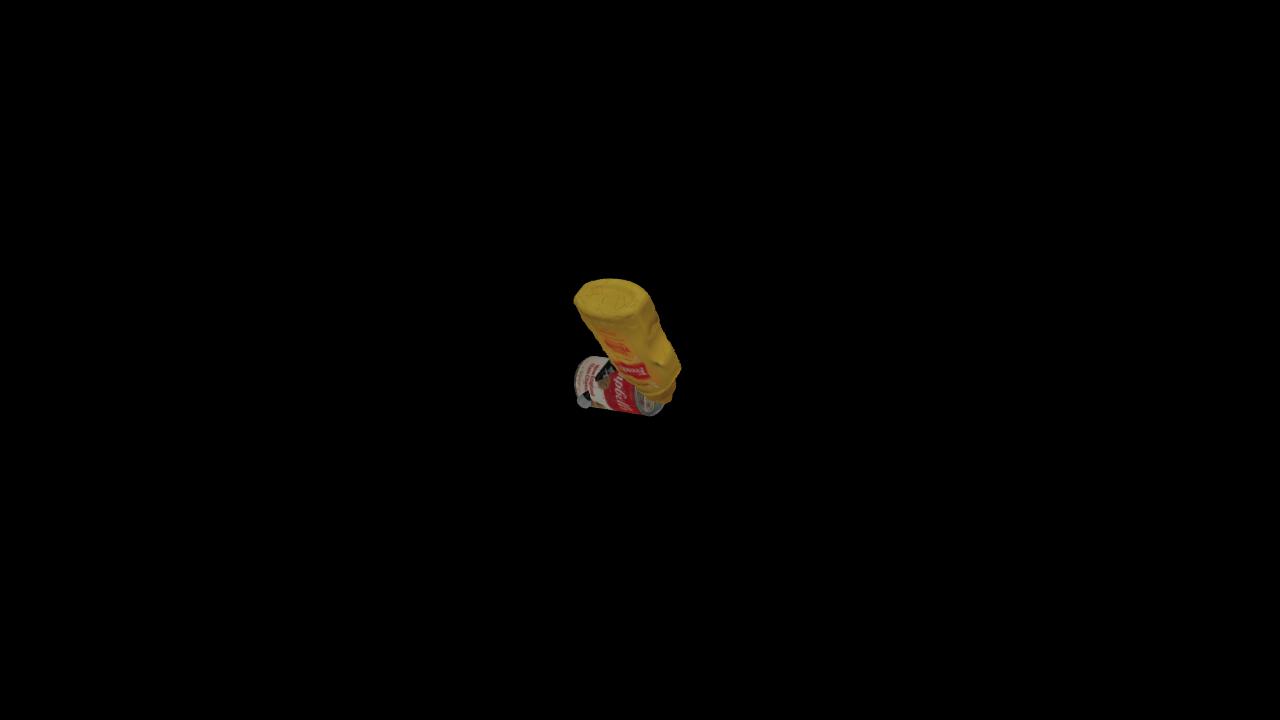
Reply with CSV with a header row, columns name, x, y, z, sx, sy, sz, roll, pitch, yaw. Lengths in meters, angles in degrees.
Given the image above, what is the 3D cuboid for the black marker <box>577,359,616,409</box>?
name,x,y,z,sx,sy,sz,roll,pitch,yaw
black marker,-0.039,0.015,0.745,0.020,0.020,0.121,0,-41,-46

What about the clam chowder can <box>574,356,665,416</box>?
name,x,y,z,sx,sy,sz,roll,pitch,yaw
clam chowder can,-0.024,0.030,0.765,0.102,0.068,0.068,5,3,39

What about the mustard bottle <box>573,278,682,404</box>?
name,x,y,z,sx,sy,sz,roll,pitch,yaw
mustard bottle,0.000,-0.009,0.689,0.092,0.054,0.184,9,-34,32
